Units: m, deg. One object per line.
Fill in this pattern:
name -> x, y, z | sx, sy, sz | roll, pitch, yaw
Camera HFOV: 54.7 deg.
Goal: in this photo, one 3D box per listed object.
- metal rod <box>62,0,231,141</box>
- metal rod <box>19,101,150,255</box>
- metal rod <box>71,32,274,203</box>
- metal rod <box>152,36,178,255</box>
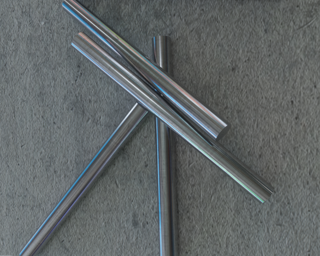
metal rod -> -0.032, -0.089, 0.397 | 0.300, 0.025, 0.025 | 43, 104, 23
metal rod -> -0.114, 0.084, 0.449 | 0.025, 0.025, 0.299 | 43, 103, 15
metal rod -> 0.011, -0.016, 0.380 | 0.300, 0.025, 0.025 | 40, 103, 6
metal rod -> 0.007, 0.031, 0.406 | 0.025, 0.025, 0.298 | -2, 89, 20
